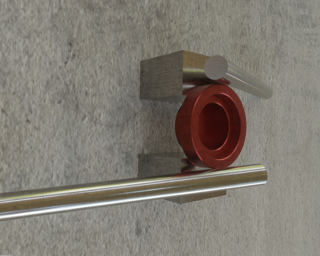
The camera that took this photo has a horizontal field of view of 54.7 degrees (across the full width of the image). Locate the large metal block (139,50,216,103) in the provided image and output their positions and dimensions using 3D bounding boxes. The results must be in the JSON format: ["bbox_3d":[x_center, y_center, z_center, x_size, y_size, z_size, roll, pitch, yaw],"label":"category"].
[{"bbox_3d":[0.030,-0.061,0.397,0.081,0.080,0.050,1,89,-40],"label":"large metal block"}]

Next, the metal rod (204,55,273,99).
[{"bbox_3d":[0.127,-0.063,0.445,0.301,0.025,0.025,-2,92,-62],"label":"metal rod"}]

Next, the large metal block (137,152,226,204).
[{"bbox_3d":[0.028,0.059,0.396,0.081,0.080,0.050,1,89,-40],"label":"large metal block"}]

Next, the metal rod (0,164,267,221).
[{"bbox_3d":[-0.027,0.063,0.313,0.303,0.025,0.025,-4,93,-18],"label":"metal rod"}]

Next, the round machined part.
[{"bbox_3d":[0.056,-0.002,0.368,0.099,0.042,0.097,0,90,-40],"label":"round machined part"}]
